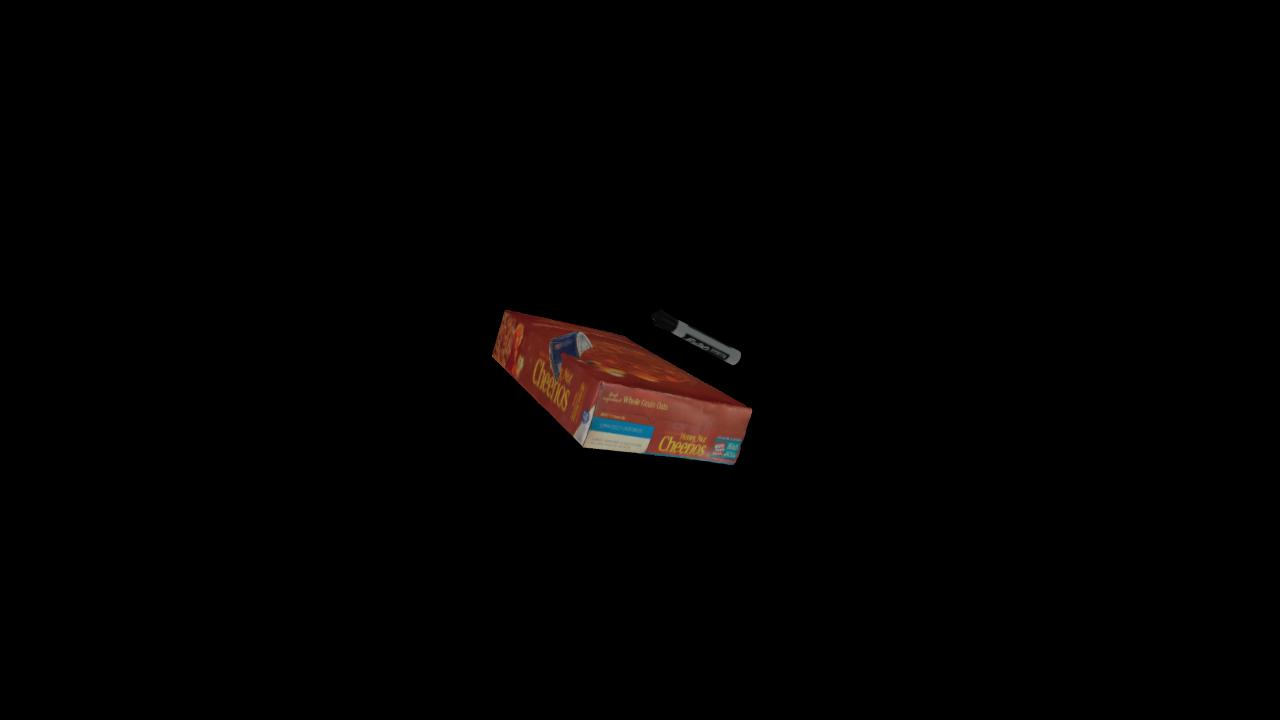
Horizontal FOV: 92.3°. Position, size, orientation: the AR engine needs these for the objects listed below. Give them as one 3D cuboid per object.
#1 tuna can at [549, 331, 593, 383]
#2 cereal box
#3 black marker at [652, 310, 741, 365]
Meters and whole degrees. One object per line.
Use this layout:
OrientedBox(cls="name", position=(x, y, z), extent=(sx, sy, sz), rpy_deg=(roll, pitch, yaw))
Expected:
OrientedBox(cls="tuna can", position=(-0.070, 0.010, 0.690), extent=(0.034, 0.084, 0.084), rpy_deg=(-18, -3, 10))
OrientedBox(cls="cereal box", position=(-0.037, 0.027, 0.756), extent=(0.203, 0.081, 0.306), rpy_deg=(11, 12, -34))
OrientedBox(cls="black marker", position=(0.064, -0.026, 0.696), extent=(0.121, 0.020, 0.020), rpy_deg=(26, -12, -26))
